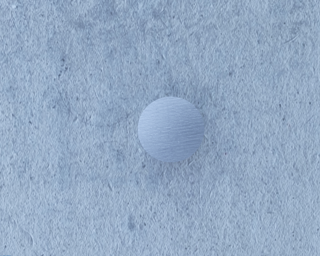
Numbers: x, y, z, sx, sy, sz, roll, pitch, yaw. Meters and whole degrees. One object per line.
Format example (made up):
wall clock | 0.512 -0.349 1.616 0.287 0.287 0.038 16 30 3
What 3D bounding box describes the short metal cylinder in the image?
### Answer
short metal cylinder | 0.013 0.002 0.399 0.081 0.050 0.079 0 90 -1
